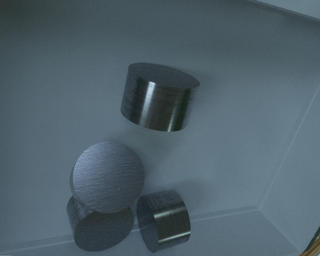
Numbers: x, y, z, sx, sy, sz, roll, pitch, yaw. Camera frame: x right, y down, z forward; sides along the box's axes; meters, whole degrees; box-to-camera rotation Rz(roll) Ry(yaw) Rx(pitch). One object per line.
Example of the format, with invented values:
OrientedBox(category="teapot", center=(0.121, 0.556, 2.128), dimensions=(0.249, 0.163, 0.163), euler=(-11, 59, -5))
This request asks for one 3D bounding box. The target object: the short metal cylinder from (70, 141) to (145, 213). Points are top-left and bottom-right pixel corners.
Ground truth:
OrientedBox(category="short metal cylinder", center=(-0.064, 0.060, 0.369), dimensions=(0.081, 0.050, 0.080), euler=(5, 74, -19))

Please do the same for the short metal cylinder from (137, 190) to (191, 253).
OrientedBox(category="short metal cylinder", center=(0.003, 0.138, 0.462), dimensions=(0.050, 0.080, 0.079), euler=(-9, 122, -24))

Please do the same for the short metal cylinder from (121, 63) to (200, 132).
OrientedBox(category="short metal cylinder", center=(-0.001, -0.037, 0.351), dimensions=(0.081, 0.080, 0.050), euler=(0, 119, -29))

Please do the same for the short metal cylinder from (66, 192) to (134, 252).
OrientedBox(category="short metal cylinder", center=(-0.082, 0.120, 0.424), dimensions=(0.081, 0.050, 0.079), euler=(-14, 125, -21))
